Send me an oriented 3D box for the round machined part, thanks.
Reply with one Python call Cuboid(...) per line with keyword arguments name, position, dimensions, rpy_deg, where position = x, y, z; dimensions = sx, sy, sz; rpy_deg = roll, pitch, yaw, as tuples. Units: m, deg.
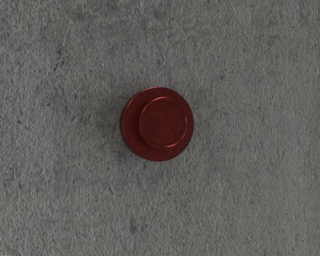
Cuboid(name="round machined part", position=(0.000, -0.005, 0.402), dimensions=(0.099, 0.042, 0.097), rpy_deg=(0, 90, -21))
